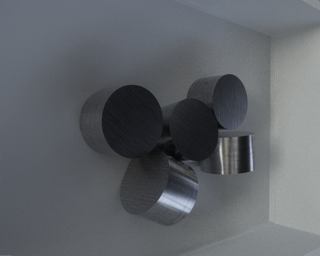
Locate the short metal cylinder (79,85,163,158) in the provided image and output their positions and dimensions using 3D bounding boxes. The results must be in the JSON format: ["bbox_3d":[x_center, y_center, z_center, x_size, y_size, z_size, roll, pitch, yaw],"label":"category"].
[{"bbox_3d":[-0.043,-0.007,0.354,0.081,0.050,0.080,0,90,-40],"label":"short metal cylinder"}]

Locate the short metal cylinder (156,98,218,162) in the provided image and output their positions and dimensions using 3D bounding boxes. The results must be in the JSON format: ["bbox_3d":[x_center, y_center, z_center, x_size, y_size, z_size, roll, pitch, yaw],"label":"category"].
[{"bbox_3d":[0.030,0.005,0.406,0.081,0.050,0.080,8,76,-34],"label":"short metal cylinder"}]

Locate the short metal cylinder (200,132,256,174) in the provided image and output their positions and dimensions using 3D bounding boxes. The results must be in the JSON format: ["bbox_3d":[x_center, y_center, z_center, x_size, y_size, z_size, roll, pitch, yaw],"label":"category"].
[{"bbox_3d":[0.098,0.034,0.452,0.081,0.080,0.050,-8,95,-40],"label":"short metal cylinder"}]

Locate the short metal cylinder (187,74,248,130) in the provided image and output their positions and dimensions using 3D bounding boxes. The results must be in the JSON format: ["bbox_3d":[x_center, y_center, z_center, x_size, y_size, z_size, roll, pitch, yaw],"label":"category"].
[{"bbox_3d":[0.086,-0.037,0.462,0.081,0.050,0.080,0,90,-40],"label":"short metal cylinder"}]

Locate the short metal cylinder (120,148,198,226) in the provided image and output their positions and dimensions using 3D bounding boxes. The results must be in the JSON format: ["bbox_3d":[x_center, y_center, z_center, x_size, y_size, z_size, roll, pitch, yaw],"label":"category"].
[{"bbox_3d":[-0.002,0.070,0.369,0.050,0.080,0.080,33,70,-35],"label":"short metal cylinder"}]
